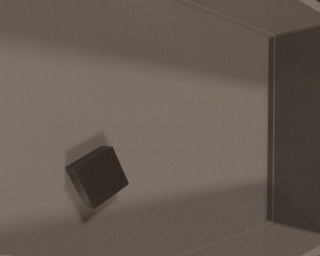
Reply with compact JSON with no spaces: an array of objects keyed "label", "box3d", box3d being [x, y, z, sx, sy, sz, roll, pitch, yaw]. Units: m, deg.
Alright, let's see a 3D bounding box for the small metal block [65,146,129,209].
[{"label":"small metal block","box3d":[-0.070,0.054,0.350,0.050,0.025,0.050,-33,111,-35]}]
